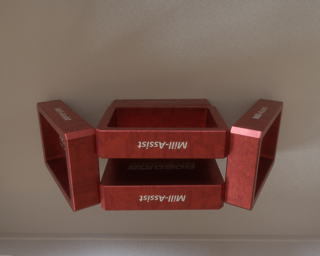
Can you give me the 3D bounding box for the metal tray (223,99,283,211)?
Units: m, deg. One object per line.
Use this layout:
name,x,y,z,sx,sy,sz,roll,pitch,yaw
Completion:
metal tray,0.113,0.024,0.365,0.030,0.131,0.089,12,113,27

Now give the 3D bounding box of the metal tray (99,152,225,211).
metal tray,0.002,0.058,0.364,0.131,0.090,0.030,0,110,-1

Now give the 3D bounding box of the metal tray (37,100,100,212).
metal tray,-0.110,0.026,0.364,0.030,0.130,0.089,-12,114,-30

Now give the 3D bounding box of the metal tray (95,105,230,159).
metal tray,0.003,0.001,0.343,0.131,0.090,0.030,0,110,-1

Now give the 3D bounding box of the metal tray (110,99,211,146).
metal tray,0.002,0.009,0.410,0.131,0.030,0.089,-1,110,-1
